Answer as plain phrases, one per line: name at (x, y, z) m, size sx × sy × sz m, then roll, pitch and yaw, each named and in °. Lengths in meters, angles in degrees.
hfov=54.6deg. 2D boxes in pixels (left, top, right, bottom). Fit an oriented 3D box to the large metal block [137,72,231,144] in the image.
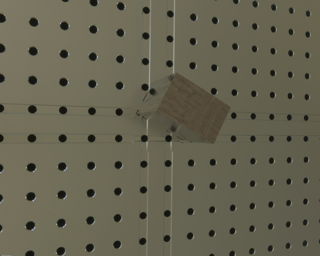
large metal block at (0.027, -0.022, 0.393) m, size 0.080 × 0.080 × 0.050 m, roll 30°, pitch 81°, yaw -18°
